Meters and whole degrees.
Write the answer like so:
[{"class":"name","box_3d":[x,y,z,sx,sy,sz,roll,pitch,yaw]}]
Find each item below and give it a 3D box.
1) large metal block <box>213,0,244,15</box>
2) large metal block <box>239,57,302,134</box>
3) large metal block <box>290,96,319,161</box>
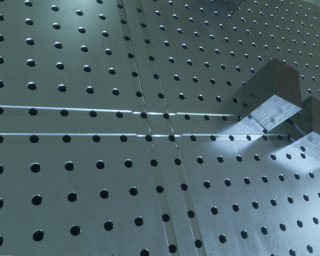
[{"class":"large metal block","box_3d":[0.147,-0.297,0.651,0.080,0.050,0.080,38,51,-3]},{"class":"large metal block","box_3d":[0.175,-0.050,0.497,0.050,0.080,0.080,24,53,-14]},{"class":"large metal block","box_3d":[0.275,0.004,0.536,0.080,0.050,0.080,27,53,-12]}]
